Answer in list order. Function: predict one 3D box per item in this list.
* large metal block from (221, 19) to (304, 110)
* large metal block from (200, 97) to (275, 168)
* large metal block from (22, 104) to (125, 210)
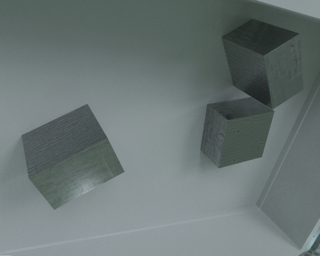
[{"bbox_3d":[0.131,-0.083,0.395,0.050,0.080,0.080,-32,129,-8],"label":"large metal block"},{"bbox_3d":[0.112,0.005,0.460,0.081,0.050,0.079,-10,123,-23],"label":"large metal block"},{"bbox_3d":[-0.096,0.028,0.338,0.080,0.080,0.050,-28,128,-11],"label":"large metal block"}]
